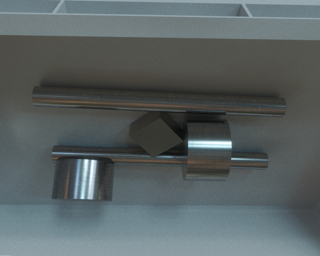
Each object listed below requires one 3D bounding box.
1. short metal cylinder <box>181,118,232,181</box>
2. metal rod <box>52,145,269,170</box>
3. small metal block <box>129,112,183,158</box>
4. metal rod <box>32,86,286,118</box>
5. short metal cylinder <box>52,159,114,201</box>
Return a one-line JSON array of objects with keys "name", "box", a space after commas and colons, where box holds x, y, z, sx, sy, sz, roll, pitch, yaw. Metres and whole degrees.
[{"name": "short metal cylinder", "box": [0.056, 0.027, 0.395, 0.050, 0.080, 0.079, 1, 130, -2]}, {"name": "metal rod", "box": [0.002, 0.042, 0.443, 0.302, 0.025, 0.025, 2, 130, -3]}, {"name": "small metal block", "box": [-0.004, 0.006, 0.412, 0.050, 0.025, 0.050, -31, 124, 23]}, {"name": "metal rod", "box": [0.002, -0.032, 0.379, 0.302, 0.025, 0.025, 2, 130, -3]}, {"name": "short metal cylinder", "box": [-0.105, 0.075, 0.430, 0.081, 0.050, 0.080, 1, 164, 1]}]
